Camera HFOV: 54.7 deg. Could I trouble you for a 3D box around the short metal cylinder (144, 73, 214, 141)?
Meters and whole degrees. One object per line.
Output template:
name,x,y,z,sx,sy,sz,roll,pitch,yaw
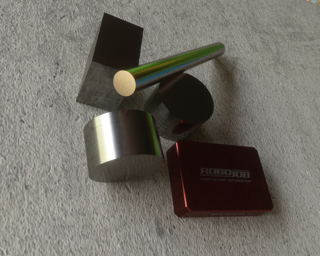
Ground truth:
short metal cylinder,0.025,-0.029,0.419,0.081,0.050,0.080,14,56,-21

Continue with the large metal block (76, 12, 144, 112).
large metal block,-0.062,-0.078,0.382,0.050,0.080,0.080,17,55,-19

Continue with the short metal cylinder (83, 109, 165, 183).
short metal cylinder,-0.039,0.022,0.334,0.081,0.080,0.050,1,62,-28

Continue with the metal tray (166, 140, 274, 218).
metal tray,0.077,0.067,0.402,0.131,0.030,0.090,7,59,-25

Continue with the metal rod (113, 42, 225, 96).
metal rod,0.034,-0.091,0.420,0.025,0.025,0.302,48,33,5
